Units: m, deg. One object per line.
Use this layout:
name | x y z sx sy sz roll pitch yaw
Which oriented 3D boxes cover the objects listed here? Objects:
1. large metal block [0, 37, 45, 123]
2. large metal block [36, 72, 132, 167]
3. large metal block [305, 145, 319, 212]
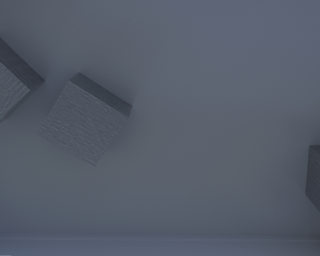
large metal block | -0.205 -0.055 0.376 0.080 0.050 0.080 -40 106 13
large metal block | -0.093 -0.011 0.393 0.080 0.050 0.080 33 107 -12
large metal block | 0.239 0.074 0.411 0.050 0.080 0.079 -5 110 2
